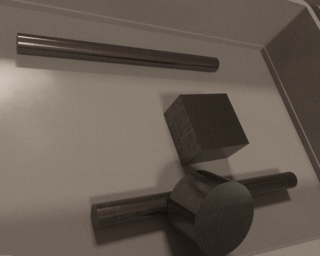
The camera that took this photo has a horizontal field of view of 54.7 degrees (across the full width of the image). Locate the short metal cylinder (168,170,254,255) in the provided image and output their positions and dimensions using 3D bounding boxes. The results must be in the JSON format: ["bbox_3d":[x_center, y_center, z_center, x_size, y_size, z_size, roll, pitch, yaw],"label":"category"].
[{"bbox_3d":[0.056,0.091,0.342,0.081,0.050,0.079,-5,99,-30],"label":"short metal cylinder"}]

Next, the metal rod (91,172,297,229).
[{"bbox_3d":[0.065,0.084,0.390,0.303,0.025,0.025,-3,63,-30],"label":"metal rod"}]

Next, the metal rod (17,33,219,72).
[{"bbox_3d":[-0.040,-0.105,0.448,0.303,0.025,0.025,-1,62,-29],"label":"metal rod"}]

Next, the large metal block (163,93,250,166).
[{"bbox_3d":[0.062,0.000,0.425,0.081,0.050,0.080,-5,64,-31],"label":"large metal block"}]
